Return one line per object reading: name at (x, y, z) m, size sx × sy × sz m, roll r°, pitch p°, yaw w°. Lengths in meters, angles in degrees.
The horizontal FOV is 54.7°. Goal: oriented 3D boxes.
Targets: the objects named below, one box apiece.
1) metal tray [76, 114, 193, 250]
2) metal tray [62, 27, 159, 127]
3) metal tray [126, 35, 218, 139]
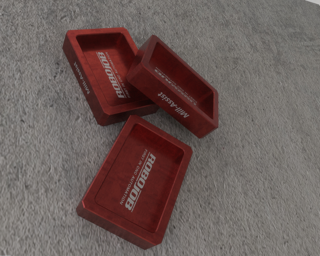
metal tray at (-0.023, 0.057, 0.353) m, size 0.090 × 0.030 × 0.130 m, roll 31°, pitch 52°, yaw -8°
metal tray at (-0.062, -0.073, 0.411) m, size 0.091 × 0.030 × 0.130 m, roll -17°, pitch 70°, yaw -35°
metal tray at (0.023, -0.056, 0.414) m, size 0.130 × 0.030 × 0.090 m, roll 38°, pitch 35°, yaw -20°
